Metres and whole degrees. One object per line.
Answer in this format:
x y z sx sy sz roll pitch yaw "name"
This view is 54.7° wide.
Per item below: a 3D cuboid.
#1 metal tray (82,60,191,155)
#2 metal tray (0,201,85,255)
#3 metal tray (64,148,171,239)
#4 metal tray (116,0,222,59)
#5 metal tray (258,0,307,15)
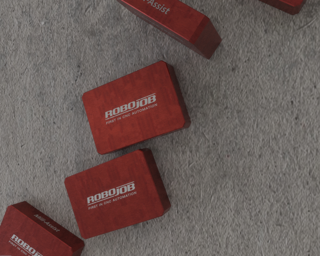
-0.034 -0.025 0.418 0.130 0.030 0.090 -19 84 18 "metal tray"
-0.189 0.183 0.473 0.130 0.030 0.090 27 99 18 "metal tray"
-0.061 0.091 0.428 0.130 0.030 0.090 -22 83 18 "metal tray"
0.006 -0.135 0.372 0.130 0.090 0.030 36 102 16 "metal tray"
0.151 -0.209 0.353 0.090 0.030 0.129 33 100 17 "metal tray"
